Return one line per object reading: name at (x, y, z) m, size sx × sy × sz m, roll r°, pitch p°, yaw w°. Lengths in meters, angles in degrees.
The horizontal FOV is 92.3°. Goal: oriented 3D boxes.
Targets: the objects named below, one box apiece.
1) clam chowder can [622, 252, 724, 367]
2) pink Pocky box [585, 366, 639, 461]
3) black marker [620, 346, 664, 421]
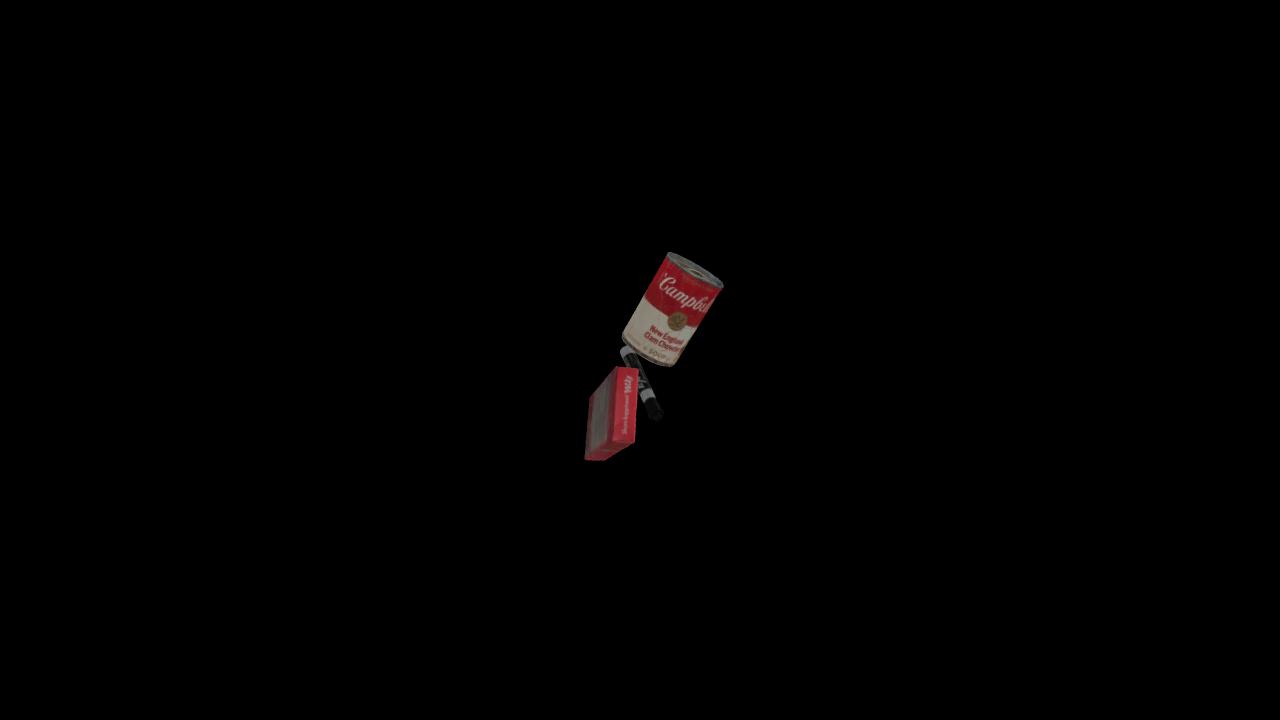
clam chowder can at (0.033, -0.052, 0.645) m, size 0.068 × 0.102 × 0.068 m, roll 27°, pitch 19°, yaw -10°
pink Pocky box at (-0.035, 0.068, 0.724) m, size 0.029 × 0.084 × 0.155 m, roll 7°, pitch -19°, yaw -14°
black marker at (0.002, 0.028, 0.767) m, size 0.020 × 0.020 × 0.121 m, roll 0°, pitch 43°, yaw -27°
